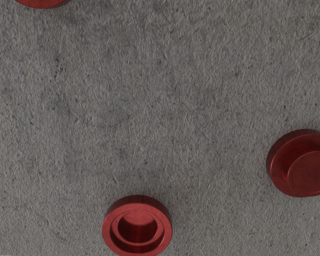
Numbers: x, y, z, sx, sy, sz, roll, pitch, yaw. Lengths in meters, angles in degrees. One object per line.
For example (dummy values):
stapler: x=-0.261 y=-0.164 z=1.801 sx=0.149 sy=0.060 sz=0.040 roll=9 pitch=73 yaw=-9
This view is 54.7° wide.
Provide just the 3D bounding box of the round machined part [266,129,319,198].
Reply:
round machined part: x=0.201 y=0.054 z=0.422 sx=0.099 sy=0.042 sz=0.097 roll=0 pitch=110 yaw=0

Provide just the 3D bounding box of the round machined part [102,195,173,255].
round machined part: x=-0.032 y=0.139 z=0.451 sx=0.099 sy=0.042 sz=0.097 roll=0 pitch=110 yaw=0

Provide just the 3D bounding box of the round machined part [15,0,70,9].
round machined part: x=-0.135 y=-0.180 z=0.333 sx=0.099 sy=0.042 sz=0.097 roll=0 pitch=110 yaw=0
